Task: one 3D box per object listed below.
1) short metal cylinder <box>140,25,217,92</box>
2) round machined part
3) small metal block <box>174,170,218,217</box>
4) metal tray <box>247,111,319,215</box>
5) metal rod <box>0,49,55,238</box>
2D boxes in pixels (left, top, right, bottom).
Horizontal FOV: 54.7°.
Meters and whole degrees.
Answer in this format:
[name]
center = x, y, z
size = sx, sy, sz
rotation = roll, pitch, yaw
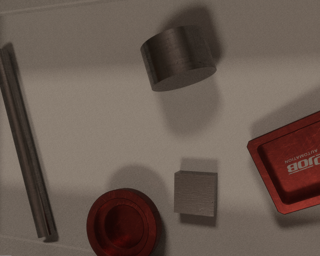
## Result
[short metal cylinder]
center = 0.022, -0.081, 0.373
size = 0.080, 0.080, 0.050
rotation = -18, 84, 19
[round machined part]
center = -0.044, 0.129, 0.413
size = 0.098, 0.042, 0.097
rotation = -2, 84, 18
[small metal block]
center = 0.046, 0.082, 0.394
size = 0.050, 0.025, 0.050
rotation = 1, 90, 19
[metal tray]
center = 0.174, 0.030, 0.335
size = 0.130, 0.030, 0.090
rotation = -28, 81, 27
[metal rod]
center = -0.214, 0.020, 0.484
size = 0.025, 0.025, 0.299
rotation = -19, 84, 19
